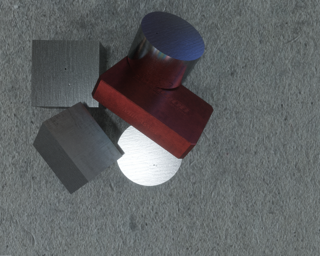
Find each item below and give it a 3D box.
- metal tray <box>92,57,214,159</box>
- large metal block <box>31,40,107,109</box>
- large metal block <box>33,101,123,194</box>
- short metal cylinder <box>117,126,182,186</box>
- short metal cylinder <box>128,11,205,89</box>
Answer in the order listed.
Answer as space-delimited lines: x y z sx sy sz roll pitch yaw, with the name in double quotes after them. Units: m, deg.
-0.005 -0.032 0.380 0.130 0.090 0.030 36 130 0 "metal tray"
-0.113 -0.065 0.396 0.081 0.050 0.080 1 90 0 "large metal block"
-0.103 0.027 0.376 0.050 0.080 0.080 -38 91 -36 "large metal block"
-0.013 0.030 0.399 0.081 0.050 0.080 0 90 0 "short metal cylinder"
0.007 -0.095 0.379 0.081 0.050 0.080 14 53 -18 "short metal cylinder"
